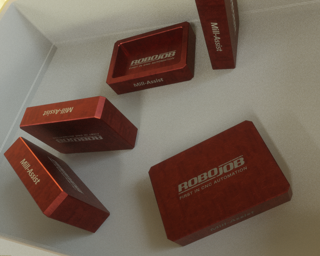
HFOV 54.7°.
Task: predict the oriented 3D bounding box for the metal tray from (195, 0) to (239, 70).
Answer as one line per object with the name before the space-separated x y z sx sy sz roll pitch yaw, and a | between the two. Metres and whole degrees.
metal tray | 0.075 -0.147 0.387 0.030 0.130 0.090 1 62 20

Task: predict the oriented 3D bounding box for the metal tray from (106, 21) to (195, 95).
metal tray | -0.013 -0.106 0.474 0.130 0.030 0.090 -8 58 24

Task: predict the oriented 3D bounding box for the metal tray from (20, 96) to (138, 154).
metal tray | -0.108 0.001 0.420 0.130 0.090 0.030 -6 60 25

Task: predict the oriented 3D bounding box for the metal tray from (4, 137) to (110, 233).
metal tray | -0.130 0.070 0.389 0.130 0.090 0.030 35 82 38

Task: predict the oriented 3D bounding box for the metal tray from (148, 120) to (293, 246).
metal tray | 0.060 0.059 0.335 0.130 0.030 0.090 -27 52 11
